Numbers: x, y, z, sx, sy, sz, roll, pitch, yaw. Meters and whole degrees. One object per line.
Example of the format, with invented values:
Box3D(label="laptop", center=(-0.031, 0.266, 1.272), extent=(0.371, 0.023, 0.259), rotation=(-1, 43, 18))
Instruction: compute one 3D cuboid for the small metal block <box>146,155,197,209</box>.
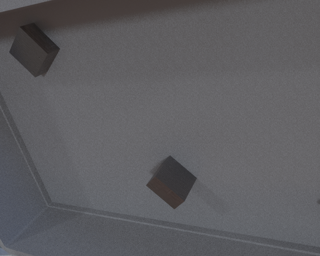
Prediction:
Box3D(label="small metal block", center=(0.017, 0.074, 0.428), extent=(0.050, 0.050, 0.025), rotation=(40, 129, 0))

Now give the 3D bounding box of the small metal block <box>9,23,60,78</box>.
Box3D(label="small metal block", center=(-0.175, -0.108, 0.432), extent=(0.050, 0.025, 0.050), rotation=(45, 129, -4))
